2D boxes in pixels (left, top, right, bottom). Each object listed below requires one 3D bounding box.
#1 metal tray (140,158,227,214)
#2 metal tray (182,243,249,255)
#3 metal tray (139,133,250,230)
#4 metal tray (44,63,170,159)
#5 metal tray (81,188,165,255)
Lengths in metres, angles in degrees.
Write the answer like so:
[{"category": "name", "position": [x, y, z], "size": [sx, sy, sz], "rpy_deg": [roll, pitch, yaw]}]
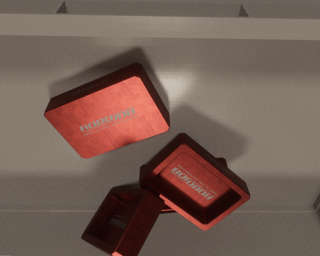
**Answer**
[{"category": "metal tray", "position": [0.039, 0.093, 0.485], "size": [0.131, 0.030, 0.089], "rpy_deg": [-6, 130, 4]}, {"category": "metal tray", "position": [0.116, 0.282, 0.649], "size": [0.131, 0.030, 0.089], "rpy_deg": [-5, 130, 4]}, {"category": "metal tray", "position": [0.048, 0.078, 0.432], "size": [0.130, 0.030, 0.090], "rpy_deg": [39, 111, -17]}, {"category": "metal tray", "position": [-0.064, -0.017, 0.391], "size": [0.130, 0.030, 0.090], "rpy_deg": [-20, 128, 15]}, {"category": "metal tray", "position": [-0.056, 0.131, 0.437], "size": [0.030, 0.090, 0.130], "rpy_deg": [41, 154, -19]}]
